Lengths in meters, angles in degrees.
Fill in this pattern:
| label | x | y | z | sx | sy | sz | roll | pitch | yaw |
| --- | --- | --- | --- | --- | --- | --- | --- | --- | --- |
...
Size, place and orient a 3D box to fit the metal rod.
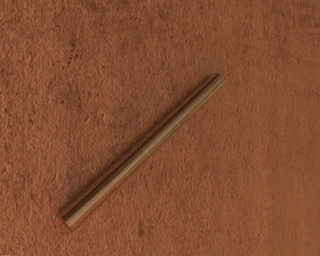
| label | x | y | z | sx | sy | sz | roll | pitch | yaw |
| --- | --- | --- | --- | --- | --- | --- | --- | --- | --- |
| metal rod | -0.005 | 0.013 | 0.402 | 0.301 | 0.025 | 0.025 | -43 | 116 | -31 |
